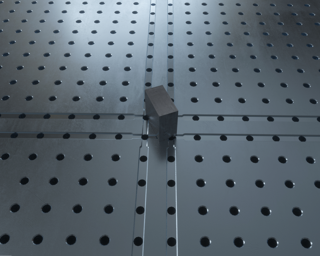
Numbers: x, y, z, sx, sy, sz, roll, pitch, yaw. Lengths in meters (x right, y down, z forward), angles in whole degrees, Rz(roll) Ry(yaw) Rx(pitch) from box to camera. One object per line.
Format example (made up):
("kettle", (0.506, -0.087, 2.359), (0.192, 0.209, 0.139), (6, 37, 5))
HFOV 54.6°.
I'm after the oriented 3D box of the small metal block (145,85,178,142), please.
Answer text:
("small metal block", (0.001, -0.019, 0.408), (0.025, 0.050, 0.050), (-18, 53, -14))
